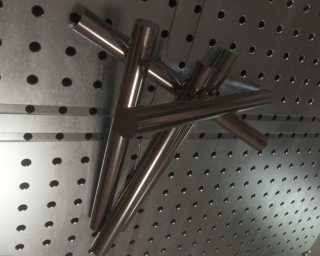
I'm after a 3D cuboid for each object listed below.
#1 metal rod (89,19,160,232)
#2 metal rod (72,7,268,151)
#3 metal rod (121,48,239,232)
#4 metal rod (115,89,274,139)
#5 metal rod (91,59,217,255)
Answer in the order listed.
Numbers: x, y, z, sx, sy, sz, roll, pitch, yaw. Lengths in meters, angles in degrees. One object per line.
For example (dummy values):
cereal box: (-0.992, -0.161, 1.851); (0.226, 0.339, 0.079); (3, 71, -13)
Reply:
metal rod: (-0.051, 0.021, 0.372); (0.025, 0.025, 0.298); (-2, 127, -28)
metal rod: (0.034, -0.043, 0.378); (0.301, 0.025, 0.025); (30, 102, -30)
metal rod: (0.015, 0.026, 0.436); (0.025, 0.025, 0.299); (23, 106, -37)
metal rod: (0.068, -0.025, 0.360); (0.302, 0.025, 0.025); (-13, 128, -50)
metal rod: (-0.018, 0.052, 0.389); (0.025, 0.025, 0.298); (14, 116, -35)
